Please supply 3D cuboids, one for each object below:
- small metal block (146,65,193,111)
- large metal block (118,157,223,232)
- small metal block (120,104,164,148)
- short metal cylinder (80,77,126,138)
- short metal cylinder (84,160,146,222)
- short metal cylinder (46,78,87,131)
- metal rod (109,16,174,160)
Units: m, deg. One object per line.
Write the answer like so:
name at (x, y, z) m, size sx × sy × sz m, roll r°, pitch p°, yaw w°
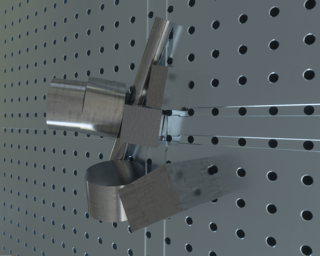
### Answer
small metal block at (0.012, -0.049, 0.383) m, size 0.025 × 0.050 × 0.050 m, roll 16°, pitch 100°, yaw 39°
large metal block at (0.013, 0.077, 0.363) m, size 0.080 × 0.081 × 0.050 m, roll -34°, pitch 69°, yaw 35°
small metal block at (-0.023, -0.004, 0.413) m, size 0.050 × 0.025 × 0.050 m, roll 9°, pitch 100°, yaw 8°
short metal cylinder at (-0.080, -0.028, 0.435) m, size 0.080 × 0.050 × 0.080 m, roll -170°, pitch 89°, yaw -77°
short metal cylinder at (-0.059, 0.082, 0.417) m, size 0.080 × 0.081 × 0.050 m, roll 14°, pitch 113°, yaw 39°
short metal cylinder at (-0.142, -0.035, 0.484) m, size 0.080 × 0.050 × 0.080 m, roll -173°, pitch 89°, yaw -82°
metal rod at (-0.043, -0.007, 0.445) m, size 0.025 × 0.025 × 0.298 m, roll 32°, pitch 110°, yaw 35°
